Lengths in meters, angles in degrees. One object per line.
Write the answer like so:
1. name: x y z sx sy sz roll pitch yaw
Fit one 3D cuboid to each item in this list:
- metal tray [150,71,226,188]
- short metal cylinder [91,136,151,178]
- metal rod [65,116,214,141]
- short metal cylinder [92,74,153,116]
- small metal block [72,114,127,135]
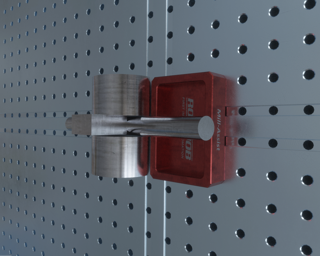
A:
1. metal tray: 0.032 0.001 0.379 0.090 0.030 0.129 2 91 40
2. short metal cylinder: -0.051 0.035 0.415 0.080 0.081 0.050 2 92 40
3. metal rod: -0.053 -0.003 0.422 0.300 0.025 0.025 2 92 49
4. short metal cylinder: -0.049 -0.041 0.412 0.080 0.081 0.050 1 91 40
5. small metal block: -0.078 -0.004 0.395 0.050 0.050 0.025 1 91 48
